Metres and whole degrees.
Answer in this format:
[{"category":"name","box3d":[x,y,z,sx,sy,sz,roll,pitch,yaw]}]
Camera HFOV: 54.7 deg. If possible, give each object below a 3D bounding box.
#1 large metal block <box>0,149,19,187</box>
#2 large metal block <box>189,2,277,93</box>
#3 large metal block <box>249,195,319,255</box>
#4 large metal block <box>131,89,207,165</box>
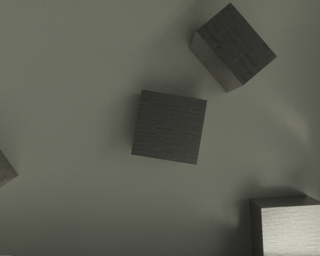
[{"category":"large metal block","box3d":[-0.240,0.067,0.381,0.080,0.080,0.050,-34,90,0]},{"category":"large metal block","box3d":[0.085,-0.094,0.385,0.050,0.080,0.080,-41,91,0]},{"category":"large metal block","box3d":[0.165,0.135,0.401,0.081,0.050,0.079,-3,90,-1]},{"category":"large metal block","box3d":[0.011,-0.001,0.399,0.080,0.050,0.080,9,90,-1]}]
